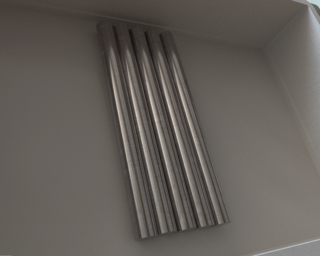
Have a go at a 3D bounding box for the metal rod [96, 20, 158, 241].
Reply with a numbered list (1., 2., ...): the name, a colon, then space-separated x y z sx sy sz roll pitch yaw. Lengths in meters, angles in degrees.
1. metal rod: -0.047 -0.016 0.388 0.025 0.025 0.299 0 62 -28

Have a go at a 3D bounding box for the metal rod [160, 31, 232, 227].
1. metal rod: 0.042 -0.015 0.436 0.025 0.025 0.299 0 62 -28

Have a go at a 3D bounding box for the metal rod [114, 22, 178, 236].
1. metal rod: -0.026 -0.017 0.400 0.025 0.025 0.299 0 62 -28

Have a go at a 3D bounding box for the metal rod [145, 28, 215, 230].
1. metal rod: 0.019 -0.016 0.424 0.025 0.025 0.299 0 62 -28

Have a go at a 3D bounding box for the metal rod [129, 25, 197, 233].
1. metal rod: -0.004 -0.016 0.412 0.025 0.025 0.299 0 62 -28
